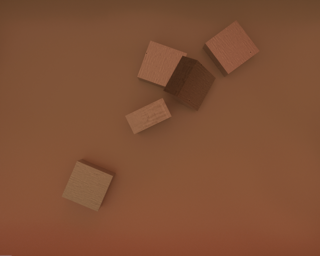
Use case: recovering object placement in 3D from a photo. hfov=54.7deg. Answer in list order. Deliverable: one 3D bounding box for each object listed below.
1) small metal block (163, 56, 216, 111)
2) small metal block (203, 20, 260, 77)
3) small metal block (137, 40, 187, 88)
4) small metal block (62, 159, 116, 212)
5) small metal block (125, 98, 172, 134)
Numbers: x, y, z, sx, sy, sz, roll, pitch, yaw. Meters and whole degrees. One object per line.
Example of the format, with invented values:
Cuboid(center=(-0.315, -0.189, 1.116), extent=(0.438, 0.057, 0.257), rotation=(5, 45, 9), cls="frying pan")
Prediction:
Cuboid(center=(0.039, -0.056, 0.397), extent=(0.025, 0.050, 0.050), rotation=(29, 90, 40), cls="small metal block")
Cuboid(center=(0.093, -0.104, 0.412), extent=(0.050, 0.025, 0.050), rotation=(-37, 90, 0), cls="small metal block")
Cuboid(center=(0.003, -0.081, 0.411), extent=(0.050, 0.025, 0.050), rotation=(20, 90, 0), cls="small metal block")
Cuboid(center=(-0.093, 0.075, 0.411), extent=(0.050, 0.025, 0.050), rotation=(23, 90, 0), cls="small metal block")
Cuboid(center=(-0.014, -0.014, 0.399), extent=(0.050, 0.050, 0.025), rotation=(-26, 90, 0), cls="small metal block")
